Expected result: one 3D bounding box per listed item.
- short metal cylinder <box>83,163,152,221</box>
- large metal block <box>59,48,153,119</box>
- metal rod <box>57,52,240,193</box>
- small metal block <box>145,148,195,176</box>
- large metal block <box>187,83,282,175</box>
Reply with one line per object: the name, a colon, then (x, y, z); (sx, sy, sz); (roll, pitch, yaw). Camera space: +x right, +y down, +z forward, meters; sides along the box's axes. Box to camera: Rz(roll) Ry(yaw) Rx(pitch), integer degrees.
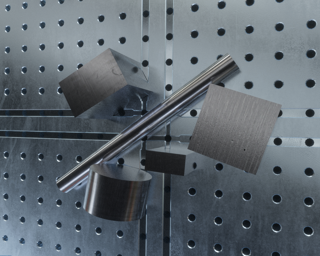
short metal cylinder: (-0.055, 0.081, 0.401); (0.080, 0.080, 0.050); (12, 94, 19)
large metal block: (-0.068, -0.053, 0.407); (0.080, 0.080, 0.050); (-30, 81, 17)
metal rod: (-0.027, 0.001, 0.420); (0.300, 0.025, 0.025); (-36, 79, 16)
small metal block: (0.014, 0.042, 0.394); (0.050, 0.050, 0.025); (6, 92, 19)
large metal block: (0.088, 0.000, 0.365); (0.080, 0.050, 0.080); (20, 97, 18)
